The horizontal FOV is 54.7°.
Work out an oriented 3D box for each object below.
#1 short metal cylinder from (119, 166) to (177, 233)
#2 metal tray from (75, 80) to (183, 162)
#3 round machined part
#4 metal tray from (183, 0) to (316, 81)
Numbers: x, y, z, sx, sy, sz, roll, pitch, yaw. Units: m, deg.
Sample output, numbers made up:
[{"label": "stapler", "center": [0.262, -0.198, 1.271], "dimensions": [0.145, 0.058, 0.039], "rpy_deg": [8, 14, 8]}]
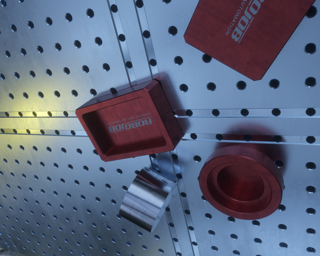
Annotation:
[{"label": "short metal cylinder", "center": [-0.016, 0.102, 0.446], "dimensions": [0.050, 0.080, 0.079], "rpy_deg": [26, 127, 12]}, {"label": "metal tray", "center": [-0.044, -0.005, 0.426], "dimensions": [0.130, 0.030, 0.090], "rpy_deg": [-13, 112, 33]}, {"label": "round machined part", "center": [0.102, 0.063, 0.385], "dimensions": [0.098, 0.042, 0.097], "rpy_deg": [13, 124, 20]}, {"label": "metal tray", "center": [0.089, -0.120, 0.287], "dimensions": [0.090, 0.030, 0.129], "rpy_deg": [32, 128, 7]}]
